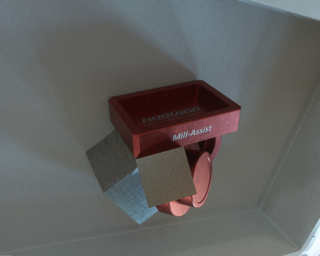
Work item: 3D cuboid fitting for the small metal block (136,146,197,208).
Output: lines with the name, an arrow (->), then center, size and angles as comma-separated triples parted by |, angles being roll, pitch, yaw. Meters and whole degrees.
small metal block -> 0.006, 0.050, 0.322 | 0.050, 0.025, 0.050 | -15, 87, -5

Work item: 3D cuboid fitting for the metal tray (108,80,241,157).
metal tray -> 0.016, -0.017, 0.364 | 0.131, 0.090, 0.030 | -14, 125, -21

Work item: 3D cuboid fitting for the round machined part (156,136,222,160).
round machined part -> 0.033, 0.018, 0.428 | 0.099, 0.042, 0.097 | -14, 125, -21

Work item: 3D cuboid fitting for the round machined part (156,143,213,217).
round machined part -> 0.033, 0.059, 0.377 | 0.099, 0.042, 0.097 | -21, 114, -59

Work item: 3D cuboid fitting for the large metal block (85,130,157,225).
large metal block -> -0.040, 0.060, 0.388 | 0.050, 0.080, 0.080 | -38, 130, -3
